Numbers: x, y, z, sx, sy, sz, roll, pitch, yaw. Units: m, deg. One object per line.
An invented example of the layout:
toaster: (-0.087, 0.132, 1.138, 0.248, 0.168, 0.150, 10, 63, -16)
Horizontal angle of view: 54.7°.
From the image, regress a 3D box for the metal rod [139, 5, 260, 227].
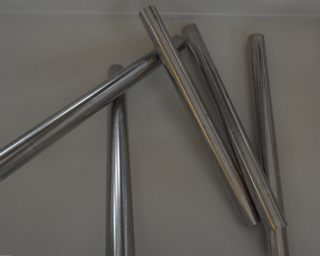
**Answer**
metal rod: (0.047, -0.021, 0.390, 0.025, 0.025, 0.299, -24, 82, -9)

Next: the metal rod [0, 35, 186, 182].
metal rod: (-0.061, -0.044, 0.367, 0.025, 0.025, 0.302, 38, 52, 12)

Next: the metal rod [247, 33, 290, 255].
metal rod: (0.139, 0.008, 0.407, 0.025, 0.025, 0.299, 1, 70, 0)

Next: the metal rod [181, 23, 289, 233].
metal rod: (0.087, -0.018, 0.403, 0.025, 0.025, 0.299, -16, 66, -6)

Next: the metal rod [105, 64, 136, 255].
metal rod: (-0.045, 0.025, 0.335, 0.025, 0.025, 0.300, -7, 45, -2)
